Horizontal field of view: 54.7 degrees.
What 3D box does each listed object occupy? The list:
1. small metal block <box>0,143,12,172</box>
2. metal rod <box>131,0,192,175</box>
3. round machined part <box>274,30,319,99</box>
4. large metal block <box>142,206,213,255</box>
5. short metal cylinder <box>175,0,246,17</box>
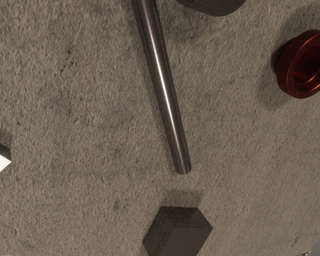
[{"bbox_3d":[-0.194,0.032,0.321,0.050,0.025,0.050,-42,130,0],"label":"small metal block"},{"bbox_3d":[0.004,-0.055,0.376,0.025,0.025,0.298,-25,128,-13],"label":"metal rod"},{"bbox_3d":[0.209,-0.095,0.454,0.099,0.042,0.097,-14,125,-21],"label":"round machined part"},{"bbox_3d":[0.029,0.181,0.520,0.081,0.050,0.079,13,112,-34],"label":"large metal block"},{"bbox_3d":[0.053,-0.162,0.321,0.081,0.050,0.079,-14,125,-21],"label":"short metal cylinder"}]
